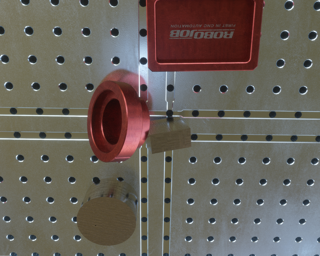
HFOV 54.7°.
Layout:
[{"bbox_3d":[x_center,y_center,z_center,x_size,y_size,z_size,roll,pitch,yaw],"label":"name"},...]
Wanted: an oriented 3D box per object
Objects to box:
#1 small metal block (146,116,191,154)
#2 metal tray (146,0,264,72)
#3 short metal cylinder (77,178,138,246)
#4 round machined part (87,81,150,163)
[{"bbox_3d":[0.007,0.008,0.397,0.050,0.050,0.025,-9,111,-12],"label":"small metal block"},{"bbox_3d":[0.050,-0.115,0.368,0.131,0.030,0.089,-1,110,0],"label":"metal tray"},{"bbox_3d":[-0.073,0.119,0.443,0.081,0.050,0.079,0,110,0],"label":"short metal cylinder"},{"bbox_3d":[-0.049,-0.007,0.381,0.042,0.098,0.097,2,115,-39],"label":"round machined part"}]
